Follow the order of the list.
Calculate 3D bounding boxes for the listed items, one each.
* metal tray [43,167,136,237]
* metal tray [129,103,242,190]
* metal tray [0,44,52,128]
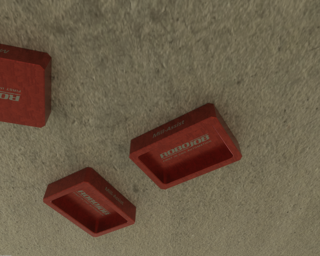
[{"bbox_3d":[-0.111,0.126,0.509,0.090,0.030,0.130,-25,126,19],"label":"metal tray"},{"bbox_3d":[0.035,0.030,0.429,0.130,0.030,0.090,-26,126,20],"label":"metal tray"},{"bbox_3d":[-0.196,-0.052,0.356,0.131,0.030,0.089,10,130,-9],"label":"metal tray"}]
